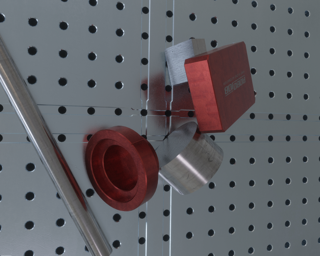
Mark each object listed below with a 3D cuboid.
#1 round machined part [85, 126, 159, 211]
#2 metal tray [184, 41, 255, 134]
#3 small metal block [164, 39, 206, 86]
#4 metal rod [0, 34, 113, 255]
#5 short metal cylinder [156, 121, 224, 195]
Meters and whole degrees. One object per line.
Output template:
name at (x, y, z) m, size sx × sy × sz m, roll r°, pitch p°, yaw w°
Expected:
round machined part at (-0.040, 0.044, 0.367) m, size 0.042 × 0.098 × 0.097 m, roll -20°, pitch 98°, yaw -50°
metal tray at (0.083, -0.057, 0.398) m, size 0.131 × 0.030 × 0.089 m, roll -33°, pitch 113°, yaw -51°
small metal block at (0.036, -0.086, 0.410) m, size 0.025 × 0.050 × 0.050 m, roll -15°, pitch 96°, yaw -41°
metal rod at (-0.132, 0.024, 0.363) m, size 0.025 × 0.025 × 0.299 m, roll -28°, pitch 99°, yaw -18°
short metal cylinder at (0.033, 0.038, 0.396) m, size 0.050 × 0.080 × 0.080 m, roll 45°, pitch 76°, yaw -15°
